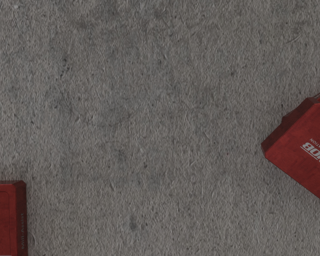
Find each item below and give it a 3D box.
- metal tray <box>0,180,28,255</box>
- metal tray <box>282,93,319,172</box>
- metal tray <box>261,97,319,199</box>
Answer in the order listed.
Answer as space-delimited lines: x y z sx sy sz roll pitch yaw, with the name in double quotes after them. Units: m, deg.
-0.225 0.136 0.405 0.091 0.030 0.129 -1 90 0 "metal tray"
0.243 -0.011 0.409 0.130 0.030 0.090 -33 90 0 "metal tray"
0.207 0.035 0.387 0.130 0.030 0.090 36 110 -7 "metal tray"
